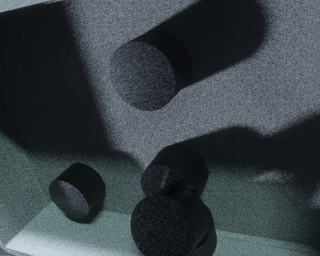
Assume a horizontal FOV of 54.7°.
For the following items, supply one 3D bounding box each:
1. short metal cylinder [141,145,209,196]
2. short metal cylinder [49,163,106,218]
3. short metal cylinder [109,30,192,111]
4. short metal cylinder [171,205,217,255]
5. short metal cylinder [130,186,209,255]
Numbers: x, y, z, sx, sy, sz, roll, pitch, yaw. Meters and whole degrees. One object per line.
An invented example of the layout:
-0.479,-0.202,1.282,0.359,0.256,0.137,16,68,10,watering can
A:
0.021,0.070,0.424,0.080,0.050,0.079,13,124,20,short metal cylinder
-0.141,0.107,0.530,0.080,0.050,0.079,13,124,20,short metal cylinder
-0.010,-0.066,0.356,0.080,0.050,0.079,13,124,20,short metal cylinder
0.037,0.146,0.436,0.080,0.080,0.050,7,138,24,short metal cylinder
0.012,0.114,0.371,0.080,0.050,0.079,1,93,26,short metal cylinder
